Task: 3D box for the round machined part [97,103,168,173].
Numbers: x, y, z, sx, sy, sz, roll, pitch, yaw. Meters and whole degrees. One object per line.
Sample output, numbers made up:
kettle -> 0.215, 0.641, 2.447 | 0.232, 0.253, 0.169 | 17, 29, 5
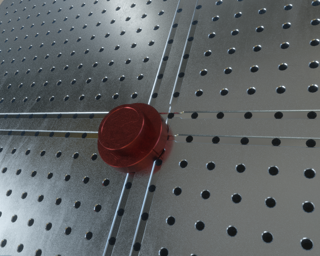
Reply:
round machined part -> -0.043, 0.007, 0.414 | 0.098, 0.042, 0.098 | -13, 56, 20
